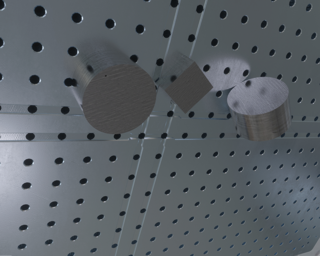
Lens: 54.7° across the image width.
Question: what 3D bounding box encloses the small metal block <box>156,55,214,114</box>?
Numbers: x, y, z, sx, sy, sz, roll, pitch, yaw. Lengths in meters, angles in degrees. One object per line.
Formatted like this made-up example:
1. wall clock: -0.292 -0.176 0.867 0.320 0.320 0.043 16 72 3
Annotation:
1. small metal block: 0.032 -0.055 0.395 0.050 0.025 0.050 -44 130 2

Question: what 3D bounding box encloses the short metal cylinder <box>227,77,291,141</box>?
1. short metal cylinder: 0.140 -0.027 0.435 0.080 0.080 0.050 -32 129 -8

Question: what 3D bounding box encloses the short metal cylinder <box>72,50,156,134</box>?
1. short metal cylinder: -0.051 -0.040 0.342 0.081 0.050 0.079 -14 124 -21
